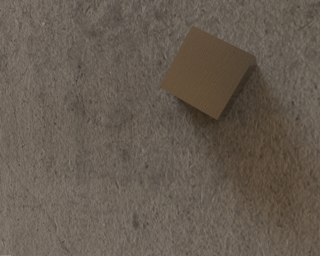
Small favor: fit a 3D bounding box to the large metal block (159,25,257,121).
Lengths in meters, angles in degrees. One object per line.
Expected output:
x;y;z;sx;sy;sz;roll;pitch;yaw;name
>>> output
0.059;-0.063;0.375;0.080;0.050;0.080;32;100;17;large metal block
